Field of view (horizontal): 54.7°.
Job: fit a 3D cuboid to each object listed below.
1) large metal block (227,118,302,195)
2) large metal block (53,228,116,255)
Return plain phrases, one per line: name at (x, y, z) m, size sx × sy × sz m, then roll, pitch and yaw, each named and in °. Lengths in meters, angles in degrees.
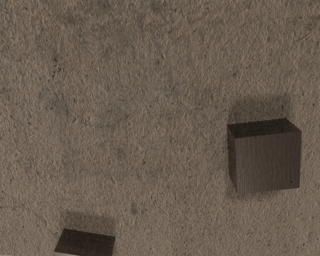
large metal block at (0.136, 0.037, 0.412) m, size 0.080 × 0.050 × 0.079 m, roll -7°, pitch 110°, yaw 2°
large metal block at (-0.117, 0.208, 0.472) m, size 0.081 × 0.050 × 0.079 m, roll 11°, pitch 110°, yaw -5°
